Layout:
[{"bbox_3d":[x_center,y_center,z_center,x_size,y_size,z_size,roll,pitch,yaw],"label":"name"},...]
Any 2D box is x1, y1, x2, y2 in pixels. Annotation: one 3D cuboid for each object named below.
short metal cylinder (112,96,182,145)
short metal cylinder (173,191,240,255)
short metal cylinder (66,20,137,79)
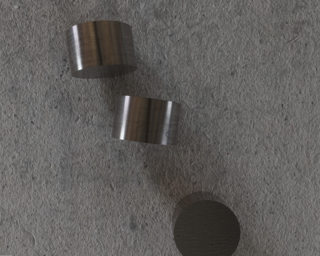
[{"bbox_3d":[-0.016,-0.009,0.382,0.080,0.080,0.050,7,90,0],"label":"short metal cylinder"},{"bbox_3d":[0.057,0.126,0.398,0.081,0.050,0.080,0,90,0],"label":"short metal cylinder"},{"bbox_3d":[-0.071,-0.093,0.382,0.080,0.080,0.050,-8,90,0],"label":"short metal cylinder"}]
